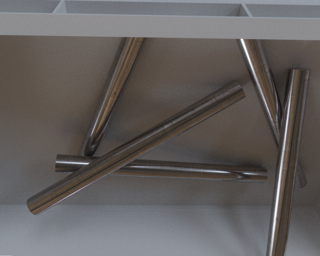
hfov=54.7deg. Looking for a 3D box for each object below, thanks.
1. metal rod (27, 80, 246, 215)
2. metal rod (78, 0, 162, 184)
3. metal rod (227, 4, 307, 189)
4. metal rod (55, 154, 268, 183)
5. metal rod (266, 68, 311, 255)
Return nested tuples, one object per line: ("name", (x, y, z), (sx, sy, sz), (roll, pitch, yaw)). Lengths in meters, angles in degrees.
("metal rod", (-0.034, 0.027, 0.386), (0.301, 0.025, 0.025), (-30, 125, 6))
("metal rod", (-0.069, -0.020, 0.390), (0.025, 0.025, 0.298), (18, 128, -15))
("metal rod", (0.148, -0.016, 0.397), (0.025, 0.025, 0.299), (-22, 127, 17))
("metal rod", (0.011, 0.059, 0.440), (0.302, 0.025, 0.025), (5, 130, -13))
("metal rod", (0.161, 0.074, 0.400), (0.025, 0.025, 0.298), (0, 107, 0))
